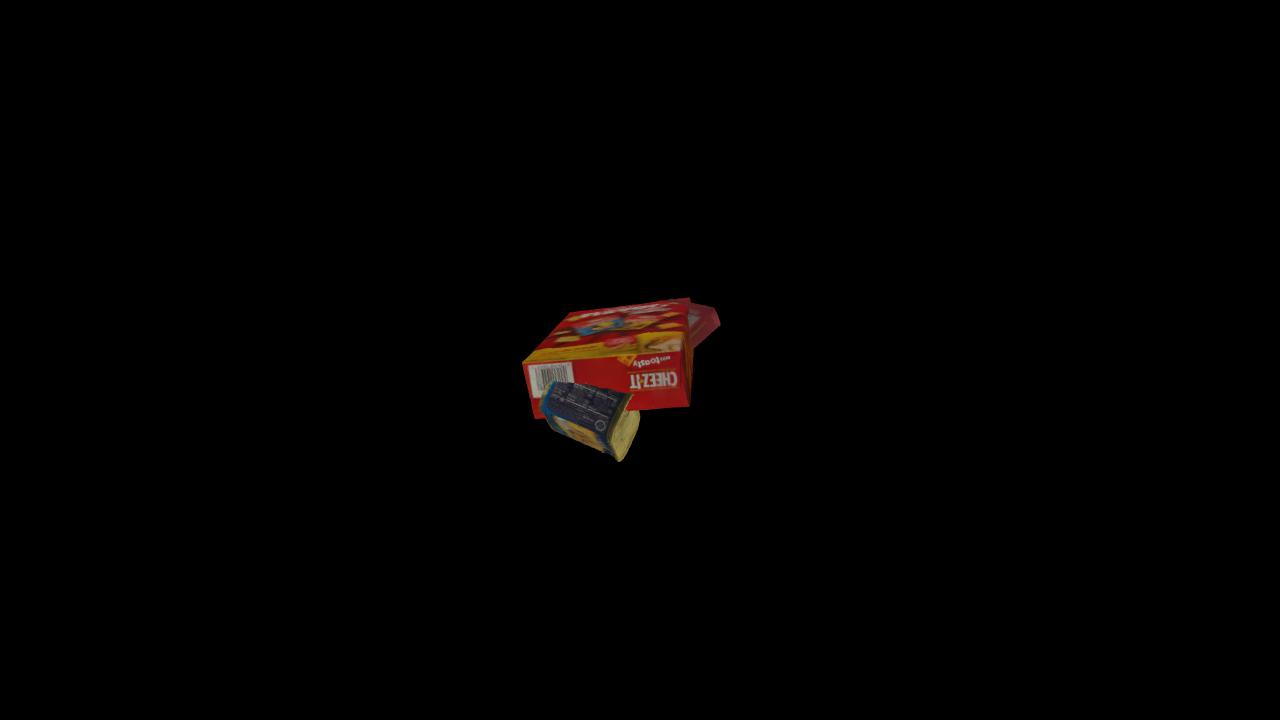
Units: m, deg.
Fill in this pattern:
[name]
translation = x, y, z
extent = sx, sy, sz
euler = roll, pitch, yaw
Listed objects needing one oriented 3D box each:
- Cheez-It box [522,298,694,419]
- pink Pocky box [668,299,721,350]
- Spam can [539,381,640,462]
[Cheez-It box]
translation = -0.023, -0.009, 0.713
extent = 0.166, 0.071, 0.223
euler = -6, 18, 8
[pink Pocky box]
translation = 0.015, -0.015, 0.731
extent = 0.155, 0.029, 0.084
euler = -41, 34, -22
[Spam can]
translation = -0.051, 0.057, 0.648
extent = 0.085, 0.058, 0.101
euler = 21, -21, 13
